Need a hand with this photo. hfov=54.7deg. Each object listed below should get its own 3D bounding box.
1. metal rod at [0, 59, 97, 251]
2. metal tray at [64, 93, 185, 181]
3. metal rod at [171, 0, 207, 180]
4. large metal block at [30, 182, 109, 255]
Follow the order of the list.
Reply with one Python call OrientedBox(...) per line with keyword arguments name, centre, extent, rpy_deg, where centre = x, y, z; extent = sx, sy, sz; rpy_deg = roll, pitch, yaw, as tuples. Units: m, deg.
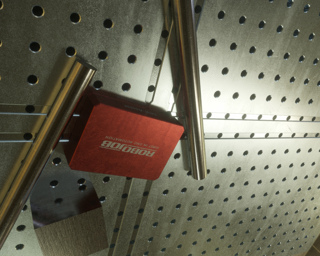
OrientedBox(name="metal rod", centre=(-0.154, 0.056, 0.362), extent=(0.025, 0.025, 0.299), rpy_deg=(22, 107, -37))
OrientedBox(name="metal tray", centre=(-0.043, 0.016, 0.396), extent=(0.131, 0.030, 0.089), rpy_deg=(14, 111, -35))
OrientedBox(name="metal rod", centre=(0.041, -0.046, 0.407), extent=(0.025, 0.025, 0.298), rpy_deg=(-22, 127, -16))
OrientedBox(name="large metal block", centre=(-0.118, 0.129, 0.411), extent=(0.081, 0.050, 0.079), rpy_deg=(-15, 125, -21))
